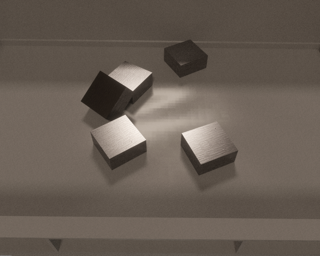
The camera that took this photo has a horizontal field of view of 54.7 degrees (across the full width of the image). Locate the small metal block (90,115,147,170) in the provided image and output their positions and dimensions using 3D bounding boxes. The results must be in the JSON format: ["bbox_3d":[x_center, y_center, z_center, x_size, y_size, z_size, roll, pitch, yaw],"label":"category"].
[{"bbox_3d":[-0.052,0.017,0.390,0.050,0.025,0.050,-27,56,-22],"label":"small metal block"}]

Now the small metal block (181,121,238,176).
[{"bbox_3d":[0.060,0.024,0.385,0.050,0.025,0.050,-18,53,-15],"label":"small metal block"}]

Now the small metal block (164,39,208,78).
[{"bbox_3d":[0.041,-0.113,0.501,0.050,0.025,0.050,-24,54,-19],"label":"small metal block"}]

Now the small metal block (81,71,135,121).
[{"bbox_3d":[-0.072,-0.043,0.424,0.050,0.025,0.050,34,92,24],"label":"small metal block"}]

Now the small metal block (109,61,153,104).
[{"bbox_3d":[-0.046,-0.069,0.462,0.050,0.025,0.050,27,55,20],"label":"small metal block"}]
